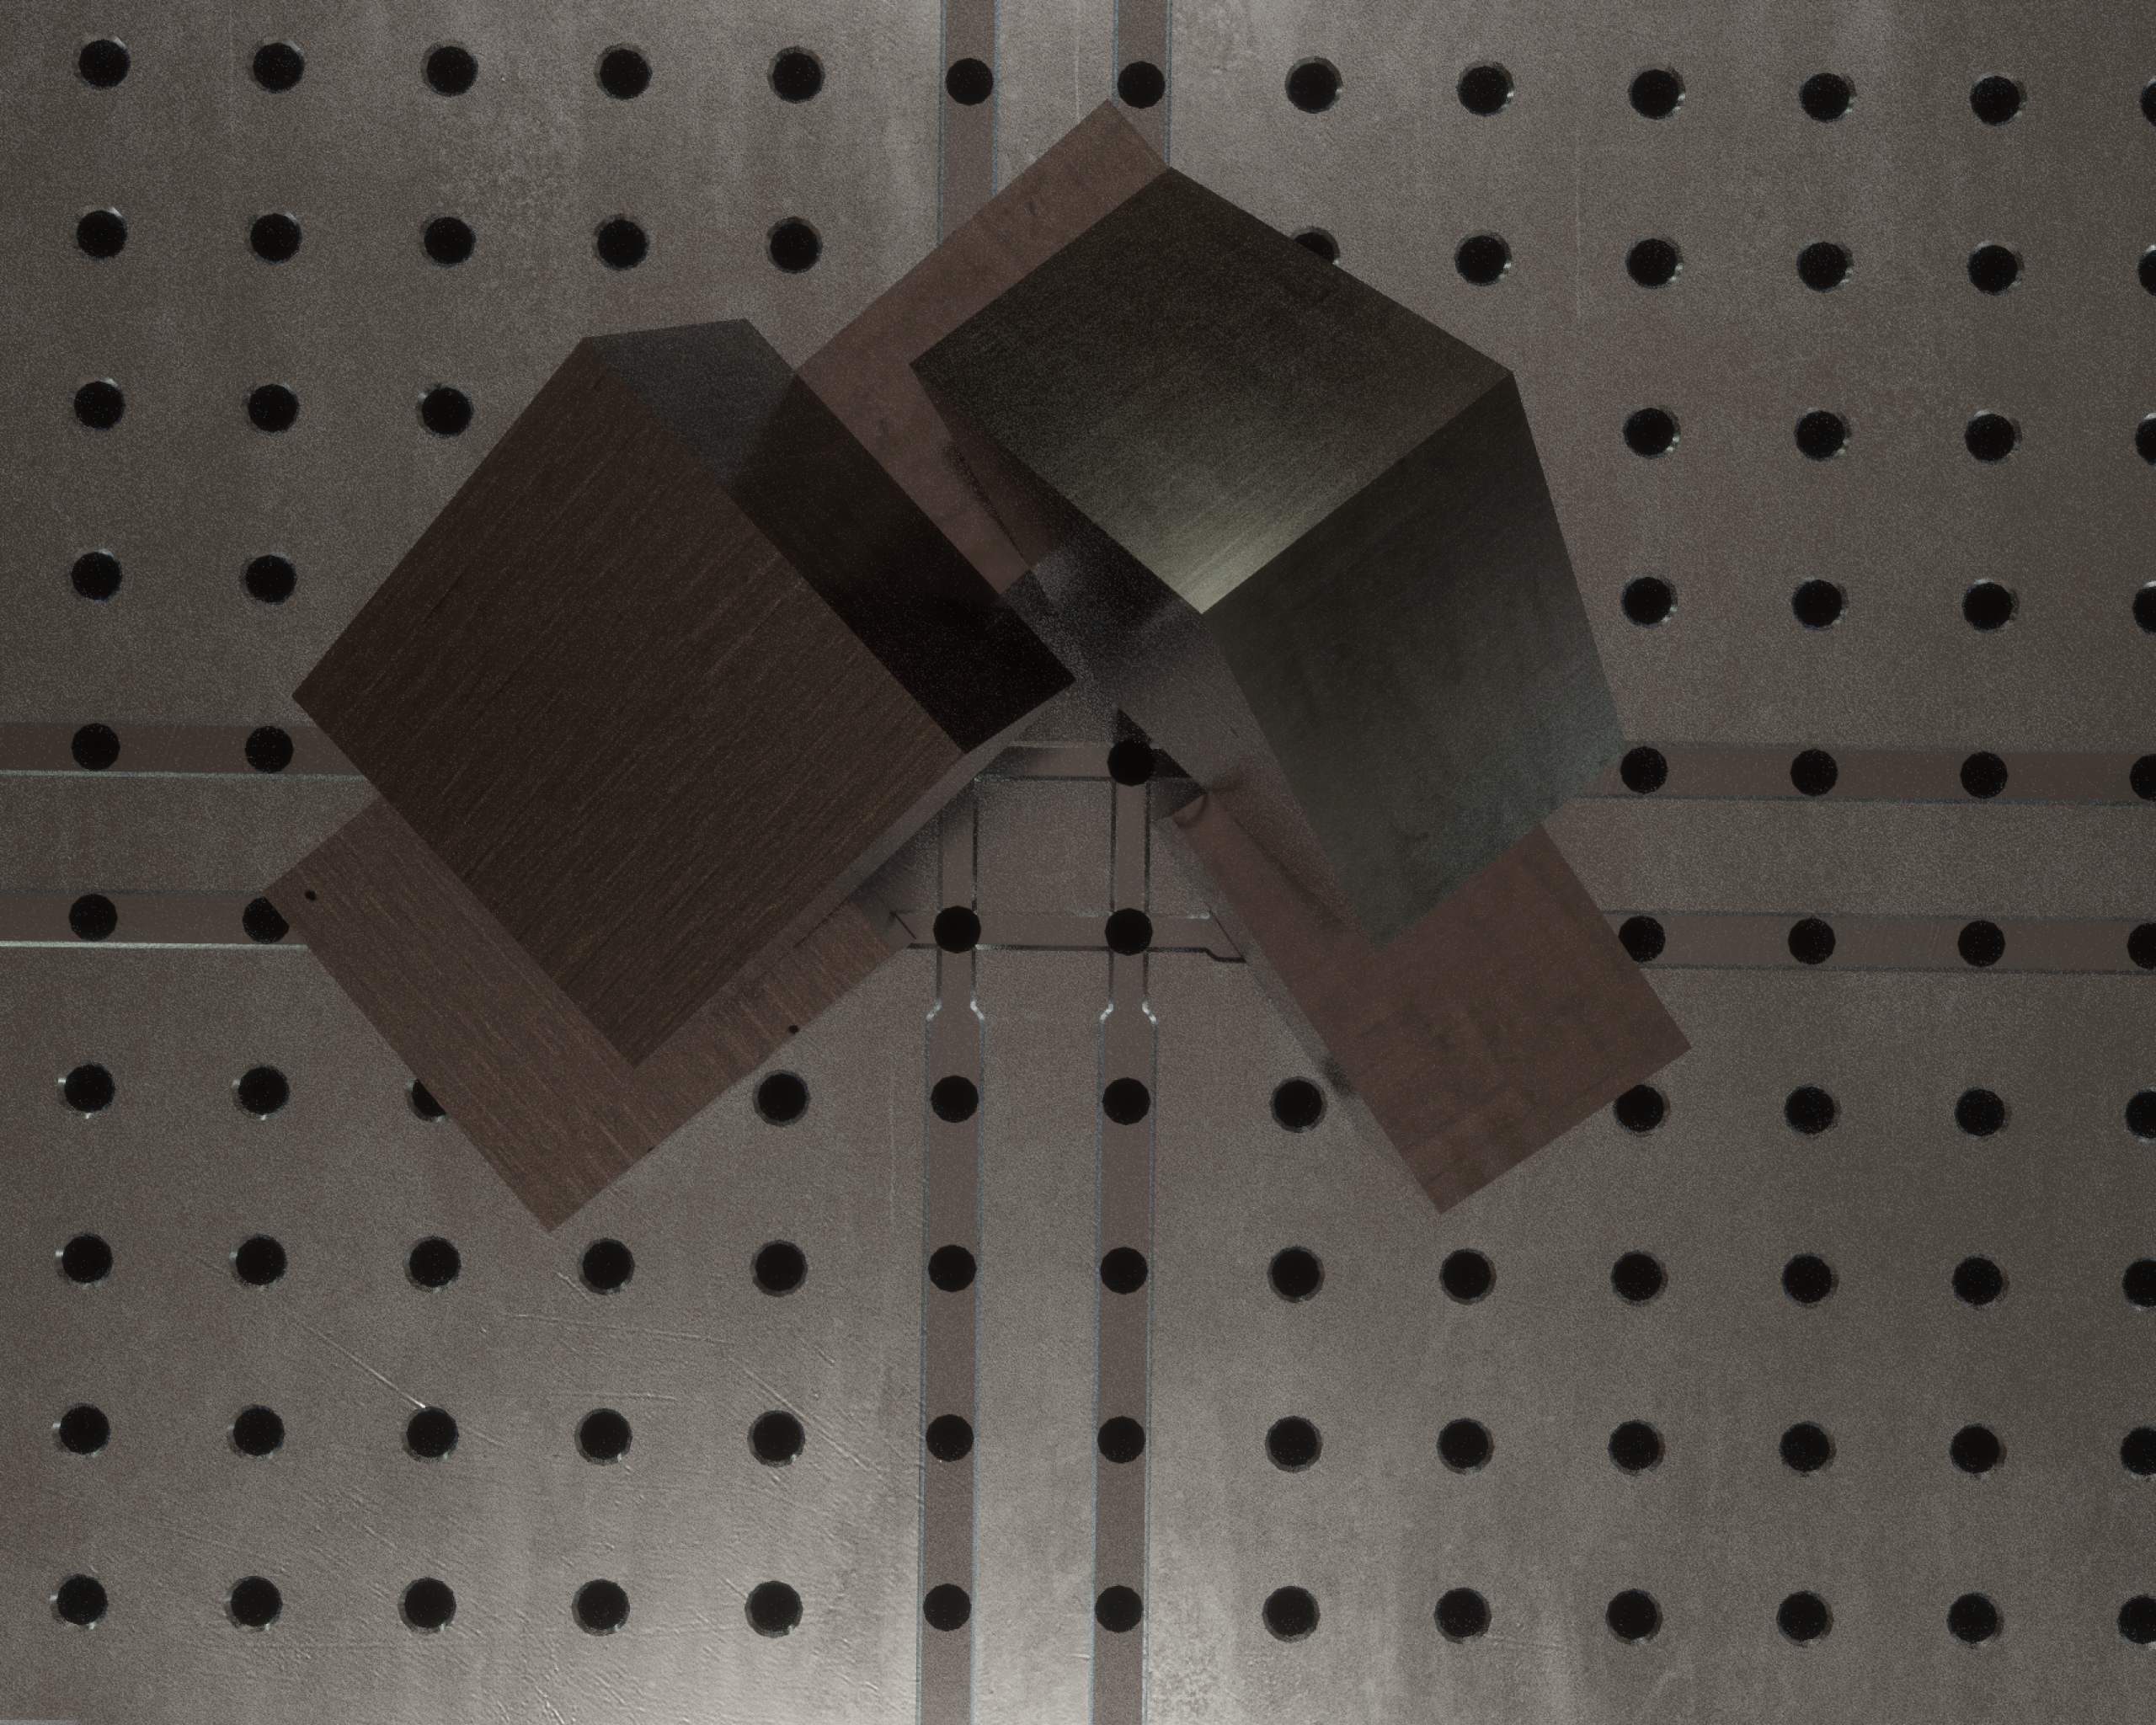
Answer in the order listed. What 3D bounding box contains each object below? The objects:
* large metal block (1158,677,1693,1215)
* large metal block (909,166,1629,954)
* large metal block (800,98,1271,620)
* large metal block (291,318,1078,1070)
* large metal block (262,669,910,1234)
[{"bbox_3d":[0.058,0.011,0.385,0.050,0.080,0.080,-34,90,0],"label":"large metal block"},{"bbox_3d":[0.030,-0.046,0.315,0.050,0.080,0.080,-39,48,-5],"label":"large metal block"},{"bbox_3d":[-0.009,-0.082,0.384,0.080,0.080,0.050,-41,91,0],"label":"large metal block"},{"bbox_3d":[-0.062,-0.028,0.334,0.080,0.050,0.080,-42,91,25],"label":"large metal block"},{"bbox_3d":[-0.090,0.011,0.399,0.080,0.050,0.080,-39,91,0],"label":"large metal block"}]
